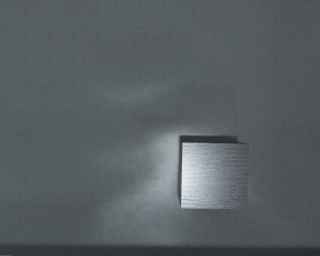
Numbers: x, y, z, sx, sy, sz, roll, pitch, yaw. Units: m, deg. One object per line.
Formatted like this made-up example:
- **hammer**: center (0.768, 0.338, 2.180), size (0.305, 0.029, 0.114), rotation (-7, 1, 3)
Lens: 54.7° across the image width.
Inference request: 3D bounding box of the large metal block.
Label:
- **large metal block**: center (0.067, 0.058, 0.400), size (0.081, 0.050, 0.079), rotation (1, 90, -1)
